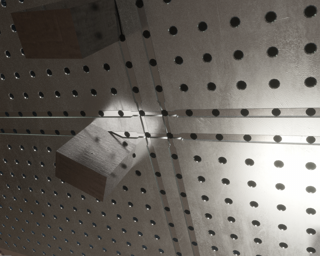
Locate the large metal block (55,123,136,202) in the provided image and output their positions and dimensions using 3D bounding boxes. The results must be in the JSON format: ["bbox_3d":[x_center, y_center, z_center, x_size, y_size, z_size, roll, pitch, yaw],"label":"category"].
[{"bbox_3d":[-0.093,0.047,0.452,0.080,0.080,0.050,25,127,12],"label":"large metal block"}]

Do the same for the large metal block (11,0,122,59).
[{"bbox_3d":[-0.103,-0.116,0.356,0.080,0.080,0.050,6,121,25],"label":"large metal block"}]
